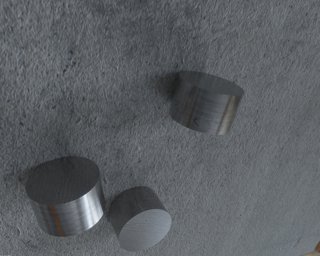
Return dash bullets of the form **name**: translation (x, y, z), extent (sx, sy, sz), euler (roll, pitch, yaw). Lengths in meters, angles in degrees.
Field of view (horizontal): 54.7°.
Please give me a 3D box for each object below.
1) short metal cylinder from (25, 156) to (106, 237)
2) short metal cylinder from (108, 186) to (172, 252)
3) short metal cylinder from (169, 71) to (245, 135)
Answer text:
- **short metal cylinder**: translation (-0.107, 0.077, 0.360), extent (0.081, 0.080, 0.050), euler (-16, 125, -20)
- **short metal cylinder**: translation (-0.030, 0.133, 0.456), extent (0.081, 0.050, 0.079), euler (-14, 124, -21)
- **short metal cylinder**: translation (0.056, -0.033, 0.381), extent (0.081, 0.080, 0.050), euler (1, 118, -29)
